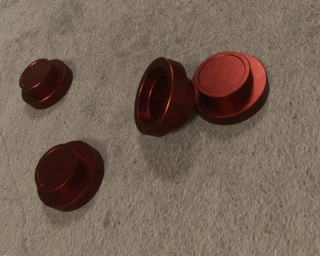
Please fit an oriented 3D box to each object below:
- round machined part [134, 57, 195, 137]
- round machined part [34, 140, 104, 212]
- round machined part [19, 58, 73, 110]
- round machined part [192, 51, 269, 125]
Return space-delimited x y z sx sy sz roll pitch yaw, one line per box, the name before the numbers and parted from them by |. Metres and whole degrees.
round machined part | 0.008 -0.036 0.390 0.098 0.042 0.098 -32 51 53
round machined part | -0.129 0.060 0.422 0.098 0.042 0.098 -13 56 20
round machined part | -0.209 -0.085 0.552 0.098 0.042 0.098 -13 56 20
round machined part | 0.081 -0.056 0.384 0.098 0.042 0.098 -13 56 20
